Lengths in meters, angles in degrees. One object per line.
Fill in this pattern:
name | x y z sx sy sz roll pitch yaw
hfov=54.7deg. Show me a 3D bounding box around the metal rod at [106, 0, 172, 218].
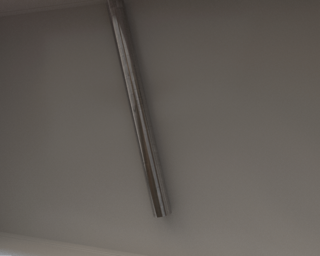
metal rod | -0.030 -0.031 0.419 0.025 0.025 0.298 -14 85 19
